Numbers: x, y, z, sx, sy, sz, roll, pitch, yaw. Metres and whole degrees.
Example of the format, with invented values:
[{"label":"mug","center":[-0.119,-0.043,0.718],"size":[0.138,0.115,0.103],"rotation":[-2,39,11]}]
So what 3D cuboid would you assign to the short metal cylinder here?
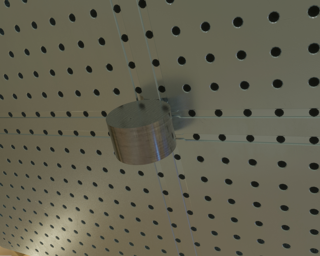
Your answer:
[{"label":"short metal cylinder","center":[-0.023,0.003,0.390],"size":[0.080,0.080,0.050],"rotation":[4,120,26]}]
